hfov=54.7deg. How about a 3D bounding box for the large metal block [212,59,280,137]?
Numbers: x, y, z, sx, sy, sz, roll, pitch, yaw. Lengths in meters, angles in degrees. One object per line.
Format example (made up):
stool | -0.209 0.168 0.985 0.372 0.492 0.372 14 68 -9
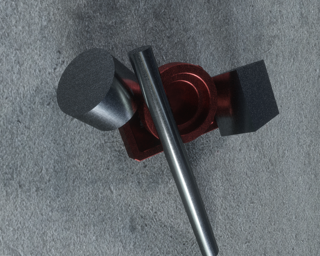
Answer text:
large metal block | 0.113 -0.042 0.422 0.081 0.050 0.080 -26 100 -45

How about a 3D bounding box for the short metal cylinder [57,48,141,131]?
short metal cylinder | -0.068 -0.042 0.350 0.050 0.080 0.080 34 76 -54

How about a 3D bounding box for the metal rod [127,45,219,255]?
metal rod | 0.025 0.048 0.374 0.025 0.025 0.298 -29 117 -18

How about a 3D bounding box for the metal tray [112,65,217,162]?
metal tray | 0.008 -0.021 0.411 0.131 0.030 0.090 -22 98 -19

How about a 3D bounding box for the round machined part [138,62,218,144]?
round machined part | 0.018 -0.032 0.383 0.099 0.042 0.097 -7 108 -23
